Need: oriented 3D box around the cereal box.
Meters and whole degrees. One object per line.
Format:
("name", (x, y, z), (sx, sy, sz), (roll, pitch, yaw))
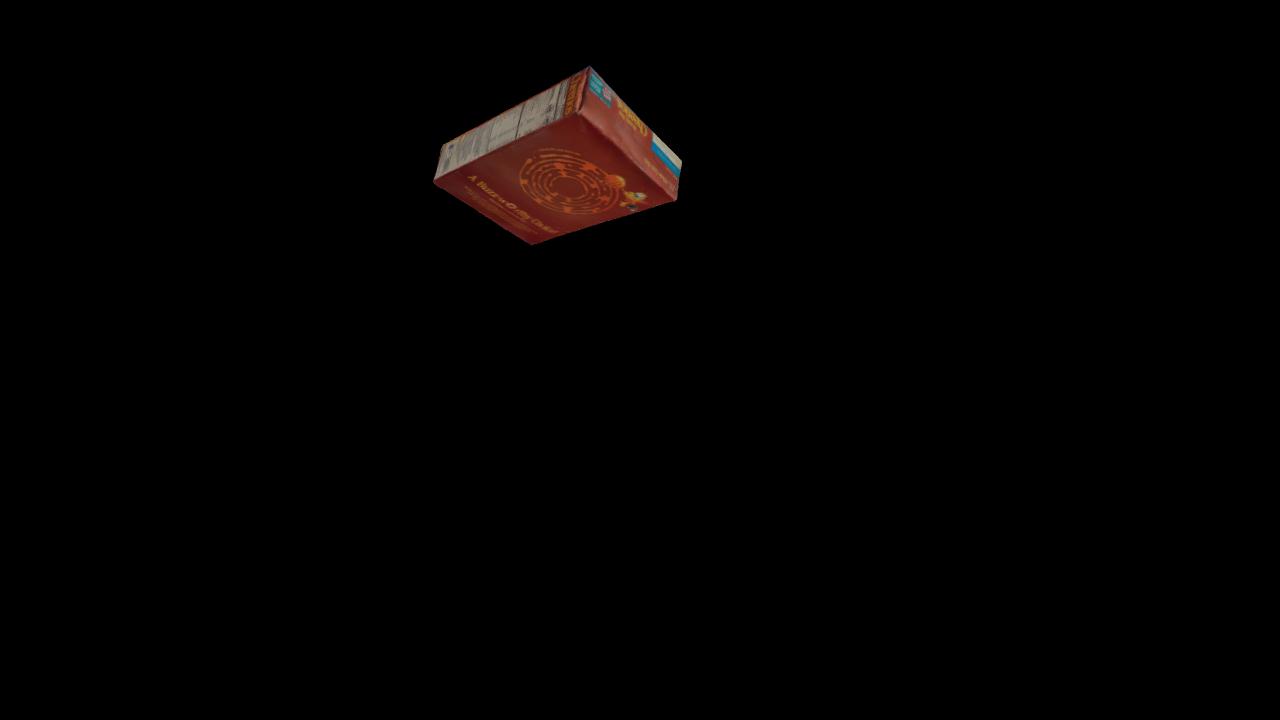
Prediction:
("cereal box", (-0.120, -0.271, 0.881), (0.306, 0.081, 0.203), (-8, -24, 38))
